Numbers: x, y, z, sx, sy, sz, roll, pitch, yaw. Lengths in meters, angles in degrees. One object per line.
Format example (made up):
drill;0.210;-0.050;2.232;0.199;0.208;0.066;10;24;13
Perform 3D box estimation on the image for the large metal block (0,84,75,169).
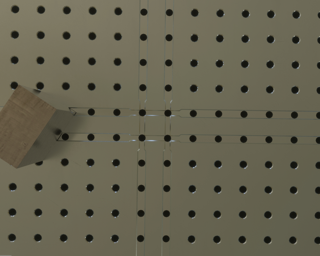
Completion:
large metal block;-0.158;-0.002;0.384;0.050;0.080;0.080;34;90;-1
